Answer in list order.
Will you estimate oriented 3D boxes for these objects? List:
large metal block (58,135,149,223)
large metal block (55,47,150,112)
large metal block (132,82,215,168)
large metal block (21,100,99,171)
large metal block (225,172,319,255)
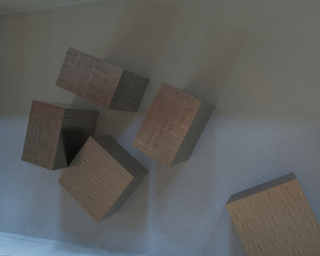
[{"bbox_3d":[-0.077,0.066,0.423,0.080,0.050,0.080,41,103,15],"label":"large metal block"},{"bbox_3d":[-0.072,-0.060,0.405,0.080,0.080,0.050,25,98,18],"label":"large metal block"},{"bbox_3d":[0.020,-0.004,0.374,0.050,0.080,0.080,29,99,17],"label":"large metal block"},{"bbox_3d":[-0.134,0.008,0.427,0.050,0.080,0.079,14,95,19],"label":"large metal block"},{"bbox_3d":[0.132,0.105,0.351,0.080,0.050,0.080,-26,82,18],"label":"large metal block"}]
